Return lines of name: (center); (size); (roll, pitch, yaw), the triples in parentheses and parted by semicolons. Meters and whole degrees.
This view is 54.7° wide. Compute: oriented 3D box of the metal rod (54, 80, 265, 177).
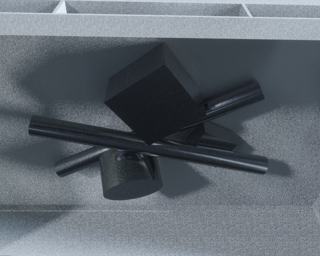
metal rod: (-0.013, 0.008, 0.413); (0.300, 0.025, 0.025); (-22, 127, 17)

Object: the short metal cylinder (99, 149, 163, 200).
short metal cylinder: (-0.040, 0.062, 0.425); (0.081, 0.050, 0.080); (-10, 153, -5)

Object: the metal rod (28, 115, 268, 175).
metal rod: (-0.007, 0.024, 0.394); (0.302, 0.025, 0.025); (10, 129, -9)

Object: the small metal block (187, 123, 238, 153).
small metal block: (0.069, 0.023, 0.425); (0.050, 0.025, 0.050); (21, 127, -17)

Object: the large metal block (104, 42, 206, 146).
large metal block: (-0.004, -0.037, 0.359); (0.080, 0.050, 0.080); (-29, 125, 22)
